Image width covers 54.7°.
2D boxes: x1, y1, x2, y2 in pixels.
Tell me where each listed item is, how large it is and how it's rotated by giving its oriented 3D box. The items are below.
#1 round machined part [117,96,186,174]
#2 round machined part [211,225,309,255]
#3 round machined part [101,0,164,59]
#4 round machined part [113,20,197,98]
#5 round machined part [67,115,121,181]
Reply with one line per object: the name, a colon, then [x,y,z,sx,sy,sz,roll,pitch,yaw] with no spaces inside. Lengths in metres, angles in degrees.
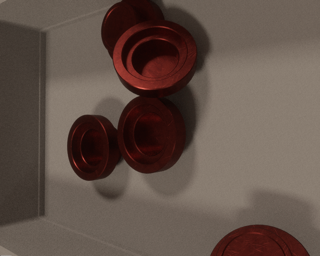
round machined part: [-0.006,0.008,0.399,0.098,0.042,0.097,0,90,39]
round machined part: [0.090,0.132,0.284,0.098,0.098,0.042,8,139,39]
round machined part: [-0.044,-0.135,0.430,0.098,0.042,0.097,0,90,39]
round machined part: [-0.004,-0.079,0.377,0.099,0.042,0.098,-2,67,5]
round machined part: [-0.095,0.029,0.471,0.098,0.042,0.097,0,90,39]
